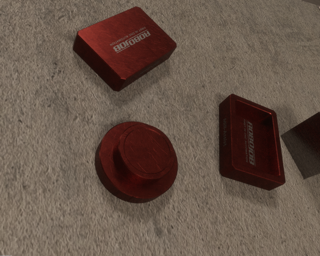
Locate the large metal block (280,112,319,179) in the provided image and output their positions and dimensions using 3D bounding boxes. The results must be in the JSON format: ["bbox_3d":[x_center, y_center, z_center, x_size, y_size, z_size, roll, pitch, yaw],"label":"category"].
[{"bbox_3d":[0.256,0.026,0.494,0.050,0.080,0.080,-9,66,-32],"label":"large metal block"}]

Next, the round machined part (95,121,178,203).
[{"bbox_3d":[-0.022,0.034,0.361,0.099,0.042,0.098,14,56,-21],"label":"round machined part"}]

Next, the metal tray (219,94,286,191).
[{"bbox_3d":[0.135,0.019,0.463,0.091,0.030,0.130,19,54,-18],"label":"metal tray"}]

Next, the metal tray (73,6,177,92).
[{"bbox_3d":[-0.047,-0.119,0.449,0.090,0.030,0.131,46,51,3],"label":"metal tray"}]
